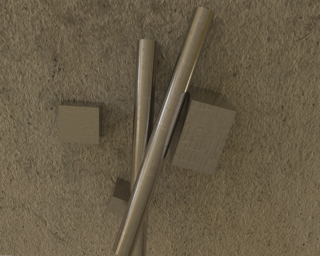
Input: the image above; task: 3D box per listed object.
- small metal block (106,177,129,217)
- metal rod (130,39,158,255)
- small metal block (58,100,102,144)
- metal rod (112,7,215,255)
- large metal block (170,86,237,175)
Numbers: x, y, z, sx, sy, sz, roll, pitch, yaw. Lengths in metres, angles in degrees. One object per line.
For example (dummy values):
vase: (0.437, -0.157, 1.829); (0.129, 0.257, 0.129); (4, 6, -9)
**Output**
small metal block: (-0.044, 0.100, 0.433); (0.050, 0.050, 0.025); (22, 109, -8)
metal rod: (-0.024, 0.043, 0.388); (0.025, 0.025, 0.298); (3, 96, -2)
small metal block: (-0.103, -0.008, 0.405); (0.050, 0.025, 0.050); (4, 110, -2)
metal rod: (0.004, 0.005, 0.364); (0.025, 0.025, 0.298); (19, 91, -7)
large metal block: (0.047, -0.002, 0.381); (0.050, 0.080, 0.079); (14, 109, -6)
